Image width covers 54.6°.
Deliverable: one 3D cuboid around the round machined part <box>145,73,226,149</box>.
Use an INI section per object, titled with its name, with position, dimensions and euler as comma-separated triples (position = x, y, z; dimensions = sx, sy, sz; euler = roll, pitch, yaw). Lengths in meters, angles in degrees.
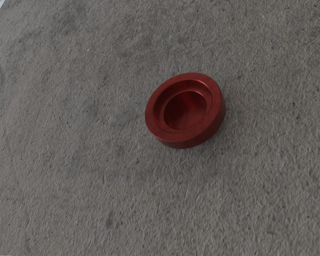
[round machined part]
position = 0.034, -0.017, 0.387
dimensions = 0.098, 0.042, 0.098
euler = -13, 56, 21
